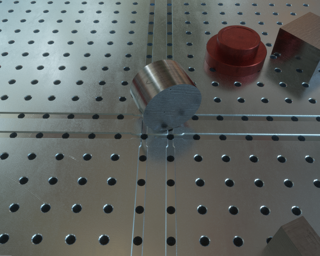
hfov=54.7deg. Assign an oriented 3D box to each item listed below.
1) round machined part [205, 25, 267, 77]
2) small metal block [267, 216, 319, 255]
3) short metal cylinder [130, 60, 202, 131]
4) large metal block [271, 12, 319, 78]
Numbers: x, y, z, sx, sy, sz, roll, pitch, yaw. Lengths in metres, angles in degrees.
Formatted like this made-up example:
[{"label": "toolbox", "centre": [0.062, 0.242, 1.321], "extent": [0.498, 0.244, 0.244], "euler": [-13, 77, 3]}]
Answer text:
[{"label": "round machined part", "centre": [0.126, -0.132, 0.508], "extent": [0.099, 0.042, 0.098], "euler": [0, 50, 0]}, {"label": "small metal block", "centre": [0.133, 0.119, 0.292], "extent": [0.025, 0.050, 0.050], "euler": [-19, 53, -15]}, {"label": "short metal cylinder", "centre": [0.007, -0.042, 0.407], "extent": [0.081, 0.080, 0.050], "euler": [-18, 52, -14]}, {"label": "large metal block", "centre": [0.248, -0.139, 0.510], "extent": [0.081, 0.050, 0.080], "euler": [-31, 57, -23]}]
